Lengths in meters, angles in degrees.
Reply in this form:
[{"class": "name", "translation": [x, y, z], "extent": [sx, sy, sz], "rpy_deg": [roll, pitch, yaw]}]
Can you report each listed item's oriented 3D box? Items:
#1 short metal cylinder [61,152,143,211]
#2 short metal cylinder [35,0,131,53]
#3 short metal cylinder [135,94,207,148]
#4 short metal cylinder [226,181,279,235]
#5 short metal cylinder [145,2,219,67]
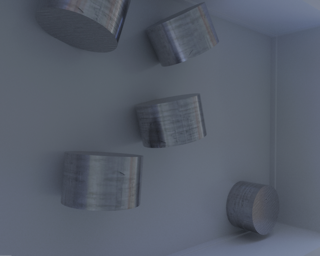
[{"class": "short metal cylinder", "translation": [-0.059, 0.052, 0.321], "extent": [0.081, 0.080, 0.050], "rpy_deg": [6, 87, -40]}, {"class": "short metal cylinder", "translation": [-0.075, -0.117, 0.308], "extent": [0.080, 0.080, 0.050], "rpy_deg": [23, 76, -38]}, {"class": "short metal cylinder", "translation": [0.014, -0.011, 0.382], "extent": [0.081, 0.080, 0.050], "rpy_deg": [-18, 102, -39]}, {"class": "short metal cylinder", "translation": [0.157, 0.133, 0.522], "extent": [0.081, 0.050, 0.080], "rpy_deg": [0, 90, -40]}, {"class": "short metal cylinder", "translation": [0.028, -0.119, 0.394], "extent": [0.080, 0.080, 0.050], "rpy_deg": [-39, 114, -33]}]
